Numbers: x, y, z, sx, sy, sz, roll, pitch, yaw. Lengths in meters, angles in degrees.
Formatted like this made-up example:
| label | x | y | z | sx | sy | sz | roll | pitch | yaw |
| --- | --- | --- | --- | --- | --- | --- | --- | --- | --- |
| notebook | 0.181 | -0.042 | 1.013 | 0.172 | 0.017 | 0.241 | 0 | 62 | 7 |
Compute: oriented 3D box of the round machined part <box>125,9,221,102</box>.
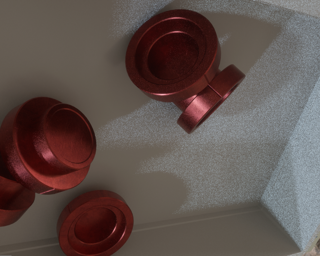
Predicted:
| label | x | y | z | sx | sy | sz | roll | pitch | yaw |
| --- | --- | --- | --- | --- | --- | --- | --- | --- | --- |
| round machined part | 0.016 | -0.072 | 0.331 | 0.098 | 0.098 | 0.042 | -44 | 153 | 2 |

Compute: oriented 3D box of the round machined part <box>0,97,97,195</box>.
| label | x | y | z | sx | sy | sz | roll | pitch | yaw |
| --- | --- | --- | --- | --- | --- | --- | --- | --- | --- |
| round machined part | -0.102 | 0.014 | 0.310 | 0.042 | 0.098 | 0.098 | -21 | 135 | 26 |

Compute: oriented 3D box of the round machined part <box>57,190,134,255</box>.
| label | x | y | z | sx | sy | sz | roll | pitch | yaw |
| --- | --- | --- | --- | --- | --- | --- | --- | --- | --- |
| round machined part | -0.089 | 0.127 | 0.420 | 0.099 | 0.042 | 0.097 | -9 | 113 | -23 |

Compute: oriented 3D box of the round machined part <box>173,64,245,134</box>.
| label | x | y | z | sx | sy | sz | roll | pitch | yaw |
| --- | --- | --- | --- | --- | --- | --- | --- | --- | --- |
| round machined part | 0.054 | -0.042 | 0.380 | 0.098 | 0.042 | 0.098 | -44 | 172 | -8 |

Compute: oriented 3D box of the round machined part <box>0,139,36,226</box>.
| label | x | y | z | sx | sy | sz | roll | pitch | yaw |
| --- | --- | --- | --- | --- | --- | --- | --- | --- | --- |
| round machined part | -0.163 | 0.044 | 0.300 | 0.042 | 0.098 | 0.098 | -48 | 129 | 6 |
